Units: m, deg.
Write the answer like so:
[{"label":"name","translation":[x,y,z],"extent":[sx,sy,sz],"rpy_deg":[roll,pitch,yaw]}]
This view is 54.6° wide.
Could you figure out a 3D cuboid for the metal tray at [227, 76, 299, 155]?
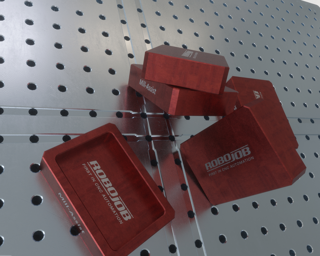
[{"label":"metal tray","translation":[0.160,-0.020,0.502],"extent":[0.091,0.030,0.130],"rpy_deg":[2,61,-27]}]

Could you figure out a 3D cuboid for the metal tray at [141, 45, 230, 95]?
[{"label":"metal tray","translation":[0.035,-0.077,0.386],"extent":[0.090,0.030,0.130],"rpy_deg":[12,20,5]}]

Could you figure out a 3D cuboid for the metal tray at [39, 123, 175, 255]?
[{"label":"metal tray","translation":[-0.056,0.067,0.333],"extent":[0.091,0.030,0.130],"rpy_deg":[-28,77,-37]}]

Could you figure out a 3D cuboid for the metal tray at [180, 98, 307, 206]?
[{"label":"metal tray","translation":[0.087,0.033,0.360],"extent":[0.030,0.129,0.090],"rpy_deg":[-24,82,-36]}]

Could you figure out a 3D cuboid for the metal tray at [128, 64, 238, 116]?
[{"label":"metal tray","translation":[0.024,-0.051,0.400],"extent":[0.091,0.030,0.130],"rpy_deg":[-1,22,-29]}]
